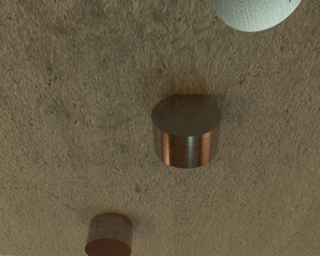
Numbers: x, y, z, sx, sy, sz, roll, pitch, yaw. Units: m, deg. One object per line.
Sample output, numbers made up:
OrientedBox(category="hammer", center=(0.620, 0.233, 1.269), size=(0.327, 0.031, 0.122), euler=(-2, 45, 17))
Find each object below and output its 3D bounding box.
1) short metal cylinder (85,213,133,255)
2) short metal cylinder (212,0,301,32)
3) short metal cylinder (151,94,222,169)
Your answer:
OrientedBox(category="short metal cylinder", center=(-0.090, 0.198, 0.558), size=(0.081, 0.050, 0.079), euler=(0, 130, 0))
OrientedBox(category="short metal cylinder", center=(0.083, -0.135, 0.277), size=(0.081, 0.050, 0.079), euler=(0, 130, 0))
OrientedBox(category="short metal cylinder", center=(0.031, 0.002, 0.373), size=(0.080, 0.080, 0.050), euler=(-2, 130, 1))
